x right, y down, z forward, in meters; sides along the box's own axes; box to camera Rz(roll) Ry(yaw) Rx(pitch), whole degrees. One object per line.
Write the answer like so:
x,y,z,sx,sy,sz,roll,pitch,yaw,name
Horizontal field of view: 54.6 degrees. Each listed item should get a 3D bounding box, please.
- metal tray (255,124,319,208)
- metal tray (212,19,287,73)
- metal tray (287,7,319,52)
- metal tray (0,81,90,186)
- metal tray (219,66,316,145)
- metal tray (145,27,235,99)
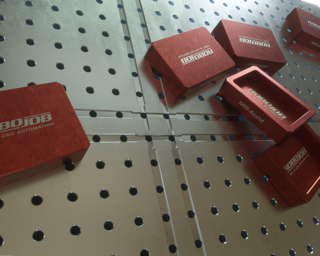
0.218,0.052,0.489,0.131,0.030,0.090,-30,78,-38,metal tray
0.171,-0.155,0.590,0.131,0.030,0.090,0,62,-28,metal tray
0.372,-0.228,0.743,0.131,0.030,0.090,16,55,-19,metal tray
-0.151,0.006,0.320,0.131,0.030,0.090,-18,71,-35,metal tray
0.172,-0.041,0.500,0.091,0.030,0.130,-27,62,-37,metal tray
0.051,-0.109,0.498,0.131,0.030,0.090,-29,78,-37,metal tray
